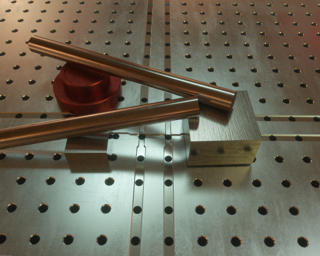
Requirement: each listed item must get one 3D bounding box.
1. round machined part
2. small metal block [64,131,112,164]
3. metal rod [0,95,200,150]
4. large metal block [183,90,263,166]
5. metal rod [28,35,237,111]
[{"bbox_3d":[-0.107,-0.068,0.452,0.099,0.042,0.098,0,50,0],"label":"round machined part"},{"bbox_3d":[-0.089,0.018,0.392,0.050,0.025,0.050,0,50,-1],"label":"small metal block"},{"bbox_3d":[-0.104,-0.001,0.372,0.302,0.025,0.025,-9,50,5],"label":"metal rod"},{"bbox_3d":[0.073,-0.001,0.389,0.081,0.050,0.080,-1,50,-2],"label":"large metal block"},{"bbox_3d":[-0.049,-0.078,0.410,0.301,0.025,0.025,19,52,18],"label":"metal rod"}]
